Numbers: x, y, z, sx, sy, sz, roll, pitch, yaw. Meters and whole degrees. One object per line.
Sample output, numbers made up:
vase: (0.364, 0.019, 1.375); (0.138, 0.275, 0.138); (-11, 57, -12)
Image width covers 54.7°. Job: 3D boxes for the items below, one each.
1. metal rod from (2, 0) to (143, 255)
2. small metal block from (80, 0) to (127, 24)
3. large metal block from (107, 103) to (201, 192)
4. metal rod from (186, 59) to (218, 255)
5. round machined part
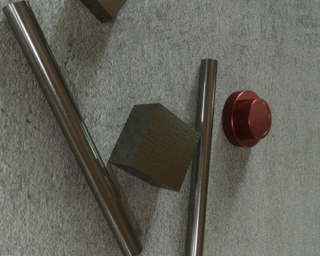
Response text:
metal rod: (-0.084, 0.018, 0.335); (0.025, 0.025, 0.298); (-34, 111, -35)
small metal block: (-0.064, -0.158, 0.352); (0.050, 0.025, 0.050); (43, 64, -32)
large metal block: (-0.005, 0.025, 0.386); (0.080, 0.050, 0.080); (36, 68, -35)
metal rod: (0.062, 0.047, 0.459); (0.025, 0.025, 0.298); (9, 85, -40)
round machined part: (0.153, -0.015, 0.525); (0.099, 0.042, 0.097); (0, 90, -40)
